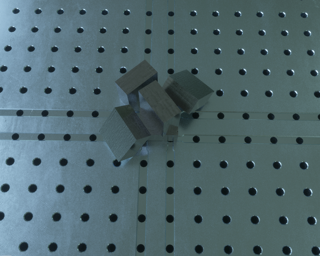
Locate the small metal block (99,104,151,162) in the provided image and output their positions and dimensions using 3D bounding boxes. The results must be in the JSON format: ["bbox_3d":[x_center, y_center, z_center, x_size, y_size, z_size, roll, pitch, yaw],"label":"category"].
[{"bbox_3d":[-0.045,0.007,0.393,0.025,0.050,0.050,-17,66,-46],"label":"small metal block"}]

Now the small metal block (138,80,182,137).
[{"bbox_3d":[-0.001,-0.023,0.380,0.025,0.050,0.050,-34,74,-12],"label":"small metal block"}]

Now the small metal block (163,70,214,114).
[{"bbox_3d":[0.037,-0.050,0.416,0.050,0.025,0.050,41,35,13],"label":"small metal block"}]

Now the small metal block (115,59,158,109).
[{"bbox_3d":[-0.030,-0.057,0.419,0.050,0.050,0.025,-39,75,-13],"label":"small metal block"}]

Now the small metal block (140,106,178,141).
[{"bbox_3d":[-0.002,-0.010,0.415,0.050,0.025,0.050,1,70,-1],"label":"small metal block"}]
